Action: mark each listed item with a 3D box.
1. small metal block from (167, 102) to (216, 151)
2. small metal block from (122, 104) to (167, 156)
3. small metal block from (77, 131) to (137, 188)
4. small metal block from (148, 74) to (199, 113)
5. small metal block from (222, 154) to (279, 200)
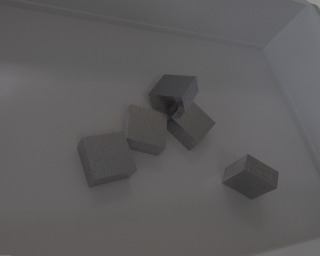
[{"bbox_3d":[0.041,-0.005,0.431,0.050,0.025,0.050,44,51,2],"label":"small metal block"},{"bbox_3d":[-0.020,0.003,0.393,0.050,0.025,0.050,16,55,-20],"label":"small metal block"},{"bbox_3d":[-0.061,0.035,0.352,0.050,0.025,0.050,-9,66,-32],"label":"small metal block"},{"bbox_3d":[0.020,-0.049,0.429,0.050,0.025,0.050,9,45,28],"label":"small metal block"},{"bbox_3d":[0.120,0.066,0.413,0.050,0.050,0.025,30,52,-9],"label":"small metal block"}]
